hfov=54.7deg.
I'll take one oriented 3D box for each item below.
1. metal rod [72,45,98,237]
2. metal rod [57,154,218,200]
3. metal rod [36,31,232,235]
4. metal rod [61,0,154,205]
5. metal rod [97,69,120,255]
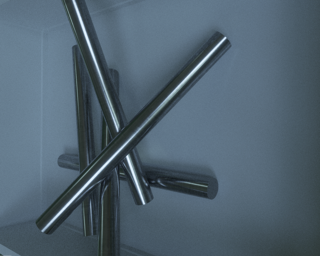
[{"bbox_3d":[-0.115,0.009,0.477,0.025,0.025,0.299,-21,69,38],"label":"metal rod"},{"bbox_3d":[-0.055,0.064,0.452,0.300,0.025,0.025,3,92,40],"label":"metal rod"},{"bbox_3d":[-0.032,0.008,0.357,0.300,0.025,0.025,-46,60,3],"label":"metal rod"},{"bbox_3d":[-0.066,-0.046,0.371,0.025,0.025,0.298,-9,104,40],"label":"metal rod"},{"bbox_3d":[-0.064,0.044,0.392,0.025,0.025,0.299,-32,49,35],"label":"metal rod"}]
